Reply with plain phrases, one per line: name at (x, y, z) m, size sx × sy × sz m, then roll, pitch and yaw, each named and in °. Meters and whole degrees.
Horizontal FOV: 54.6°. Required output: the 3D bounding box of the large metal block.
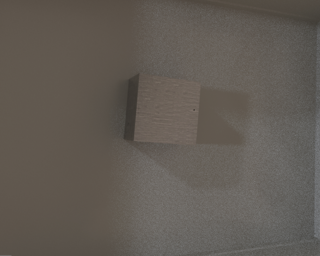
large metal block at (0.002, -0.021, 0.398) m, size 0.081 × 0.050 × 0.080 m, roll 5°, pitch 88°, yaw -20°
